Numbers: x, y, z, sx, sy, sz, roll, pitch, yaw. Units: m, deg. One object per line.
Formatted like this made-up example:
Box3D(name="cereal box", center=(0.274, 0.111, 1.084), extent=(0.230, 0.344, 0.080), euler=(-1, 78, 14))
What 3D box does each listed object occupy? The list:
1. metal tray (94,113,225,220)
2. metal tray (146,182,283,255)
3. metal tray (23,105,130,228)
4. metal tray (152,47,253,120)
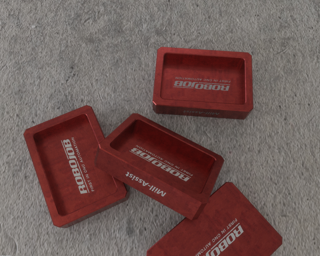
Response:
Box3D(name="metal tray", center=(0.002, 0.039, 0.365), extent=(0.130, 0.030, 0.090), euler=(27, 35, 9))
Box3D(name="metal tray", center=(0.061, 0.137, 0.356), extent=(0.130, 0.030, 0.090), euler=(-38, 74, -13))
Box3D(name="metal tray", center=(-0.104, 0.046, 0.387), extent=(0.091, 0.030, 0.130), euler=(-23, 72, -9))
Box3D(name="metal tray", center=(0.059, -0.062, 0.428), extent=(0.131, 0.030, 0.090), euler=(4, 70, 1))
